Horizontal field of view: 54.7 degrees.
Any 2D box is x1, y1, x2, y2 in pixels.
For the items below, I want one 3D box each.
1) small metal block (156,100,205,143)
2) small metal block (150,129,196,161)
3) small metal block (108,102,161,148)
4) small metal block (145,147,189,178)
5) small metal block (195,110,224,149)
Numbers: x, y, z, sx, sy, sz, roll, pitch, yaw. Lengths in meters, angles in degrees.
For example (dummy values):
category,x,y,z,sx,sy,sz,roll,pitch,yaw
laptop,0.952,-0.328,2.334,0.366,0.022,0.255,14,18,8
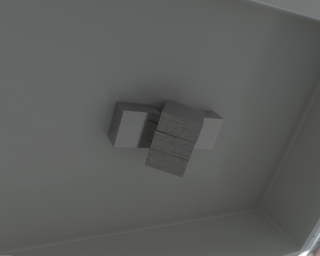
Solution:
category,x,y,z,sx,sy,sz,roll,pitch,yaw
small metal block,0.027,-0.009,0.388,0.050,0.050,0.025,19,112,3
small metal block,0.019,0.013,0.397,0.050,0.050,0.025,18,113,3
small metal block,-0.033,-0.003,0.388,0.050,0.025,0.050,4,117,-31
small metal block,0.012,0.035,0.407,0.050,0.050,0.025,18,113,3
small metal block,0.056,0.002,0.441,0.050,0.025,0.050,3,117,-30
